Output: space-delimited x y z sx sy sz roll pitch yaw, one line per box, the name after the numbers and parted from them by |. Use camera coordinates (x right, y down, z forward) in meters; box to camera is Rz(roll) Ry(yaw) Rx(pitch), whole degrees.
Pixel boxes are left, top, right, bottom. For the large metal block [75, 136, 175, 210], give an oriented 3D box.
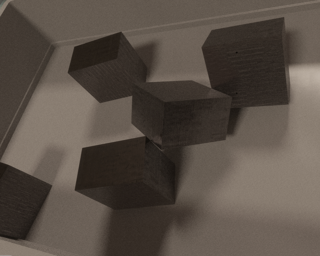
-0.035 0.055 0.354 0.080 0.080 0.050 -11 57 22 | large metal block

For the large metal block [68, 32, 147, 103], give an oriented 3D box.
-0.074 -0.086 0.461 0.080 0.080 0.050 -10 58 22 | large metal block

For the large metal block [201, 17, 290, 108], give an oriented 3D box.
0.101 -0.071 0.352 0.080 0.080 0.050 -2 36 26 | large metal block

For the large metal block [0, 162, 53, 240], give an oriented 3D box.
-0.208 0.096 0.418 0.050 0.080 0.080 9 66 32 | large metal block

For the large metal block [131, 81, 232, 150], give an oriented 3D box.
0.021 -0.019 0.350 0.081 0.050 0.080 -7 23 -26 | large metal block
